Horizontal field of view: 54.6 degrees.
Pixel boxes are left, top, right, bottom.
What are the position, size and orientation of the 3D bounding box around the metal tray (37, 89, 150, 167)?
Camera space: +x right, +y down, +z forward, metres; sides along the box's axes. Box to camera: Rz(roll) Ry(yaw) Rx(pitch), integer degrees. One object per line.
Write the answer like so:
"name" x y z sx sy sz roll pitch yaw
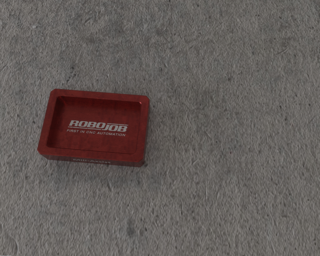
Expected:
"metal tray" -0.082 -0.001 0.405 0.131 0.030 0.090 5 70 1
